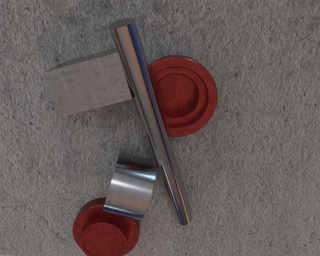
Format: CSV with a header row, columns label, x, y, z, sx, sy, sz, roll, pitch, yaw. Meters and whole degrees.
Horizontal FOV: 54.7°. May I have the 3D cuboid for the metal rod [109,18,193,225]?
label,x,y,z,sx,sy,sz,roll,pitch,yaw
metal rod,0.001,0.018,0.374,0.025,0.025,0.299,-14,126,5

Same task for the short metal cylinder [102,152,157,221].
label,x,y,z,sx,sy,sz,roll,pitch,yaw
short metal cylinder,-0.040,0.076,0.408,0.050,0.080,0.079,16,109,-6

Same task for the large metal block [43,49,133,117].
label,x,y,z,sx,sy,sz,roll,pitch,yaw
large metal block,-0.074,-0.057,0.359,0.080,0.080,0.050,-14,110,5

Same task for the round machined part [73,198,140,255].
label,x,y,z,sx,sy,sz,roll,pitch,yaw
round machined part,-0.080,0.156,0.457,0.099,0.042,0.097,0,110,0

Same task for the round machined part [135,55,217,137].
label,x,y,z,sx,sy,sz,roll,pitch,yaw
round machined part,0.019,-0.042,0.386,0.099,0.042,0.097,0,110,0
